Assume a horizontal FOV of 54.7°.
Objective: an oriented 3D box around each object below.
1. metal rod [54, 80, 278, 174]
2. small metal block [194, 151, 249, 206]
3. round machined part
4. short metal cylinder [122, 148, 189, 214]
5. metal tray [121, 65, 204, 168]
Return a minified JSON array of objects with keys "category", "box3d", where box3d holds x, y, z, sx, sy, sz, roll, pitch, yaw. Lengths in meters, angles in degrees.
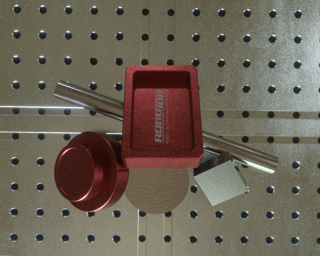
[{"category":"metal rod","box3d":[0.008,-0.001,0.410,0.301,0.025,0.025,20,90,0]},{"category":"small metal block","box3d":[0.078,0.065,0.399,0.050,0.025,0.050,-28,106,16]},{"category":"round machined part","box3d":[-0.090,0.053,0.377,0.098,0.042,0.097,-3,84,32]},{"category":"short metal cylinder","box3d":[-0.005,0.064,0.397,0.081,0.050,0.079,0,90,0]},{"category":"metal tray","box3d":[0.002,-0.017,0.378,0.091,0.030,0.130,0,61,-1]}]
